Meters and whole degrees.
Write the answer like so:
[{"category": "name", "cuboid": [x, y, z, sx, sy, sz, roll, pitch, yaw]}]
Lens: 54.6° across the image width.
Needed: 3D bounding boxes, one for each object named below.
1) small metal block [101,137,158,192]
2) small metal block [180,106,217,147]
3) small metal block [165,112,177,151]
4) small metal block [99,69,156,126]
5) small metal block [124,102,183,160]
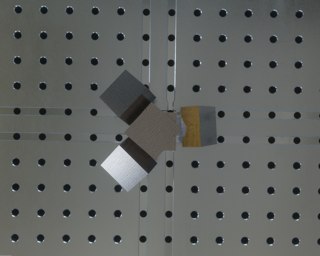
[{"category": "small metal block", "cuboid": [-0.040, 0.047, 0.400, 0.050, 0.025, 0.050, 45, 127, 0]}, {"category": "small metal block", "cuboid": [0.051, -0.002, 0.398, 0.025, 0.050, 0.050, -3, 90, 33]}, {"category": "small metal block", "cuboid": [-0.004, 0.003, 0.413, 0.050, 0.025, 0.050, 2, 93, 0]}, {"category": "small metal block", "cuboid": [-0.042, -0.040, 0.401, 0.050, 0.025, 0.050, -47, 54, 0]}, {"category": "small metal block", "cuboid": [-0.008, 0.004, 0.388, 0.050, 0.025, 0.050, 41, 89, -1]}]
